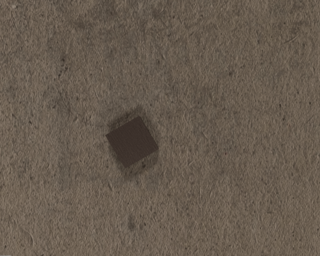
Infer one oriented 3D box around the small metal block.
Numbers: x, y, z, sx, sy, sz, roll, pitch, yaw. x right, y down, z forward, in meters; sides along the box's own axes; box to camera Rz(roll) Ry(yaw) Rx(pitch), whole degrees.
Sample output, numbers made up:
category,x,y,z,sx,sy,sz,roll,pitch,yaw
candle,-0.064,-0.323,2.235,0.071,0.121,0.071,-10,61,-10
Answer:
category,x,y,z,sx,sy,sz,roll,pitch,yaw
small metal block,-0.036,0.018,0.410,0.050,0.025,0.050,-30,90,-1
